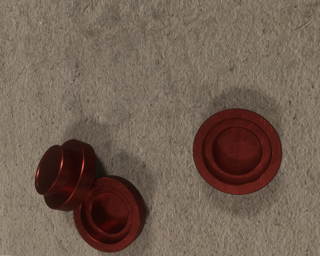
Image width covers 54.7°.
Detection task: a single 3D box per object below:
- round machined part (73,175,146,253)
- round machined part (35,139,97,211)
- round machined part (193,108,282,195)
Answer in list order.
[{"bbox_3d":[-0.064,0.113,0.421,0.098,0.042,0.097,0,90,19],"label":"round machined part"},{"bbox_3d":[-0.133,0.061,0.421,0.098,0.042,0.098,-23,54,37],"label":"round machined part"},{"bbox_3d":[0.092,0.026,0.367,0.098,0.042,0.097,0,90,19],"label":"round machined part"}]
